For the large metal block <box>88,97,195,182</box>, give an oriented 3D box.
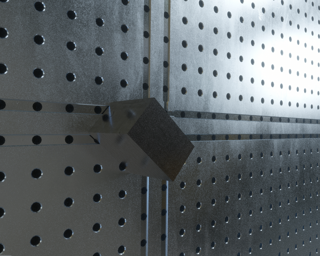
[{"bbox_3d":[-0.022,0.013,0.357,0.080,0.080,0.050,49,61,-29],"label":"large metal block"}]
